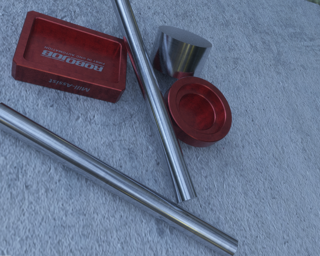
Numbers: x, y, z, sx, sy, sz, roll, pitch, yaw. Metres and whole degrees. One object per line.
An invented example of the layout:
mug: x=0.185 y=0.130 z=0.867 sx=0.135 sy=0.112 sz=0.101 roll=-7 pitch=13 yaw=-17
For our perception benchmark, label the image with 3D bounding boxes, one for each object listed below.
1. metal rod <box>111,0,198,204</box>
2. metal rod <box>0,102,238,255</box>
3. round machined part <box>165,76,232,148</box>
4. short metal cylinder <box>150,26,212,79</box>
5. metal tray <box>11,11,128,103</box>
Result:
metal rod: x=-0.014 y=-0.053 z=0.396 sx=0.025 sy=0.025 sz=0.299 roll=-7 pitch=69 yaw=-31
metal rod: x=-0.043 y=0.062 z=0.342 sx=0.301 sy=0.025 sz=0.025 roll=32 pitch=52 yaw=-8
round machined part: x=0.046 y=-0.019 z=0.426 sx=0.099 sy=0.042 sz=0.098 roll=12 pitch=61 yaw=-22
short metal cylinder: x=0.029 y=-0.110 z=0.450 sx=0.080 sy=0.050 sz=0.080 roll=15 pitch=29 yaw=-9
metal tray: x=-0.109 y=-0.089 z=0.396 sx=0.131 sy=0.030 sz=0.090 roll=12 pitch=57 yaw=-21
